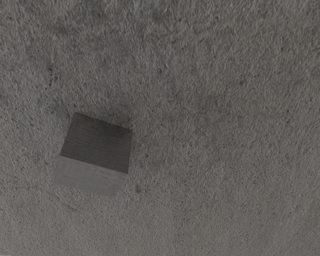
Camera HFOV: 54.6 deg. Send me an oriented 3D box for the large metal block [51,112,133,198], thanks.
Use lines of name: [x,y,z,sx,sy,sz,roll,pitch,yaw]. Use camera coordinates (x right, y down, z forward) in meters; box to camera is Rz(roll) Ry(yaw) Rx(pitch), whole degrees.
large metal block: [-0.085,0.034,0.399,0.080,0.080,0.050,18,128,-15]
